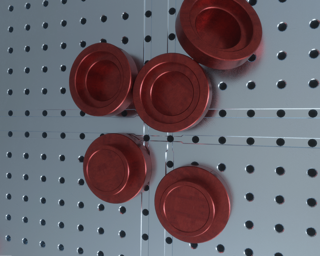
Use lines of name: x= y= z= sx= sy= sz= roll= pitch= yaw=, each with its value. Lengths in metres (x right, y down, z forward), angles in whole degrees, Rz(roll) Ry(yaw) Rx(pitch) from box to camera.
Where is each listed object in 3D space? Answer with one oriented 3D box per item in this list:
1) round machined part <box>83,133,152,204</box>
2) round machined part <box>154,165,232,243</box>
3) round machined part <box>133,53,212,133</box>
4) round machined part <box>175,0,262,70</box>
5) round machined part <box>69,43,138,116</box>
round machined part: x=-0.065 y=0.056 z=0.427 sx=0.098 sy=0.042 sz=0.097 roll=0 pitch=90 yaw=20
round machined part: x=0.038 y=0.097 z=0.390 sx=0.098 sy=0.042 sz=0.097 roll=0 pitch=90 yaw=20
round machined part: x=0.018 y=-0.043 z=0.397 sx=0.098 sy=0.042 sz=0.097 roll=0 pitch=90 yaw=20
round machined part: x=0.065 y=-0.111 z=0.364 sx=0.099 sy=0.042 sz=0.098 roll=4 pitch=70 yaw=-12
round machined part: x=-0.073 y=-0.064 z=0.427 sx=0.098 sy=0.042 sz=0.097 roll=0 pitch=89 yaw=24
